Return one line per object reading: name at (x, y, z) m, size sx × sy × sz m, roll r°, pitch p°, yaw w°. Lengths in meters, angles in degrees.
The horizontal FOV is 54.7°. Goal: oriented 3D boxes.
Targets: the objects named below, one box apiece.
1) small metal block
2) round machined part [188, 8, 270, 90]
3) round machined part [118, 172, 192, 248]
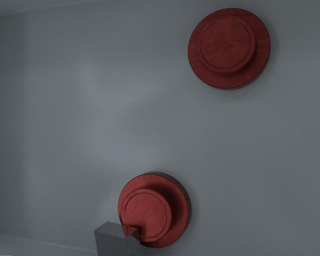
small metal block at (-0.052, 0.151, 0.390) m, size 0.050 × 0.025 × 0.050 m, roll 1°, pitch 103°, yaw 33°
round machined part at (0.081, -0.096, 0.373) m, size 0.098 × 0.042 × 0.097 m, roll 0°, pitch 90°, yaw 19°
round machined part at (-0.011, 0.109, 0.405) m, size 0.098 × 0.042 × 0.097 m, roll 0°, pitch 90°, yaw 19°
